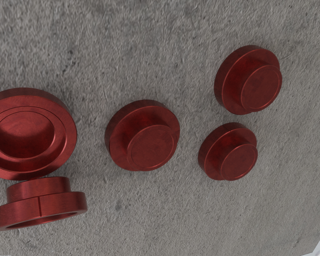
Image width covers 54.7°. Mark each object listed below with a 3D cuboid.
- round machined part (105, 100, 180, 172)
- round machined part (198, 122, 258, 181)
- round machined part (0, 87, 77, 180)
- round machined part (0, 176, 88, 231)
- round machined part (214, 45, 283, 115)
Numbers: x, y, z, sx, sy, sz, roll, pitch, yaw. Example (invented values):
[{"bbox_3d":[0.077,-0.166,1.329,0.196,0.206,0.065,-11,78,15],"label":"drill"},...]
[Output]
[{"bbox_3d":[-0.017,0.016,0.396,0.099,0.042,0.097,-14,124,-21],"label":"round machined part"},{"bbox_3d":[0.112,0.043,0.484,0.099,0.042,0.097,-14,124,-21],"label":"round machined part"},{"bbox_3d":[-0.140,0.003,0.321,0.099,0.042,0.097,-14,124,-21],"label":"round machined part"},{"bbox_3d":[-0.135,0.084,0.352,0.099,0.042,0.098,-13,164,-4],"label":"round machined part"},{"bbox_3d":[0.128,-0.061,0.428,0.099,0.042,0.097,-14,124,-21],"label":"round machined part"}]
